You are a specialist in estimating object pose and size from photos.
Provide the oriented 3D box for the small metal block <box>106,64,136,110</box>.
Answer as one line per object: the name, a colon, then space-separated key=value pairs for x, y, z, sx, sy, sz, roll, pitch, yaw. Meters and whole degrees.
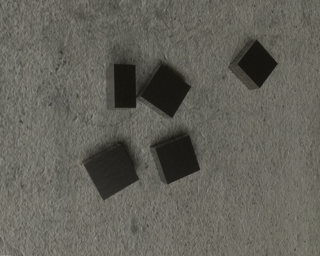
small metal block: x=-0.048 y=-0.048 z=0.378 sx=0.025 sy=0.050 sz=0.050 roll=-1 pitch=91 yaw=-20

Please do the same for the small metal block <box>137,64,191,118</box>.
small metal block: x=0.005 y=-0.047 z=0.410 sx=0.050 sy=0.025 sz=0.050 roll=34 pitch=79 yaw=-17

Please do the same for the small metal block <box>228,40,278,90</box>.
small metal block: x=0.138 y=-0.093 z=0.460 sx=0.050 sy=0.025 sz=0.050 roll=42 pitch=77 yaw=-15

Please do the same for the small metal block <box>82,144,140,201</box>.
small metal block: x=-0.062 y=0.053 z=0.386 sx=0.050 sy=0.025 sz=0.050 roll=-29 pitch=100 yaw=-18

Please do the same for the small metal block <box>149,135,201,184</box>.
small metal block: x=0.020 y=0.041 z=0.416 sx=0.050 sy=0.025 sz=0.050 roll=-21 pitch=97 yaw=-19
